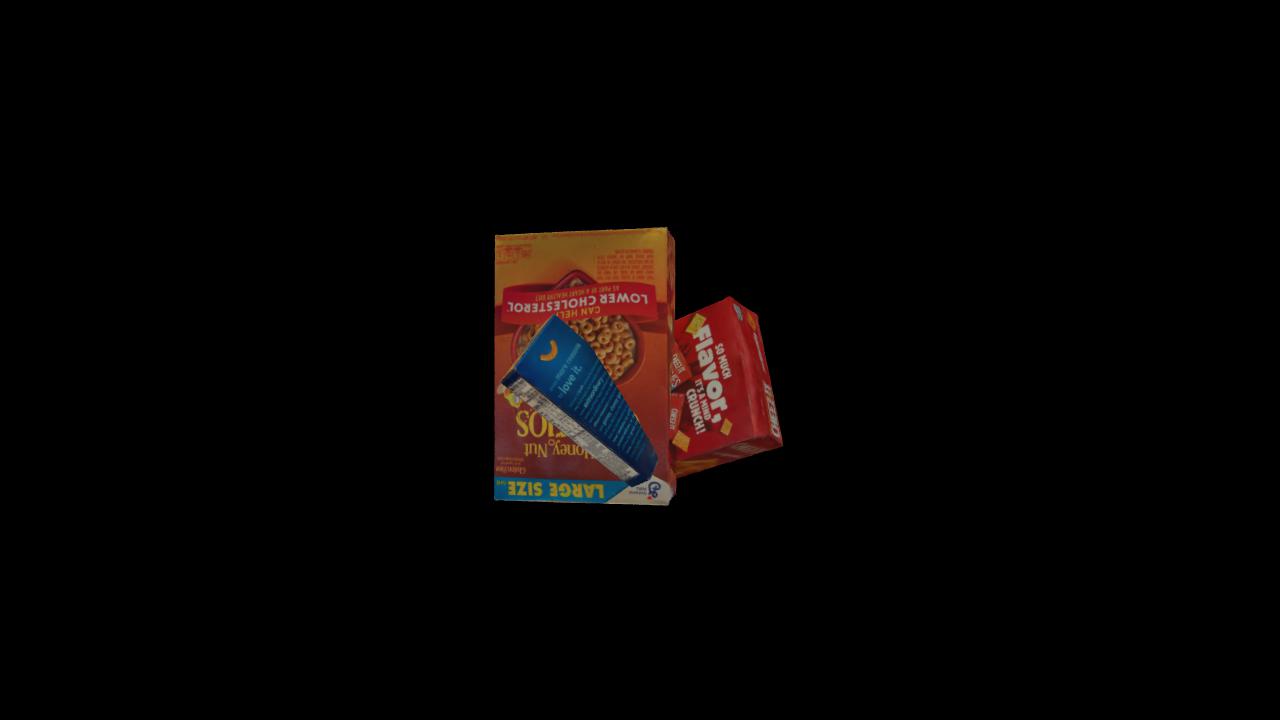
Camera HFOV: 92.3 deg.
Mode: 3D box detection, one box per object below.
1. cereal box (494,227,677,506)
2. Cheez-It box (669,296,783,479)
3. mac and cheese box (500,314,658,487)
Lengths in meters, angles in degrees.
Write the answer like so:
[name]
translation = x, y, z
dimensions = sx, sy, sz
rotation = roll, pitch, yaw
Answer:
[cereal box]
translation = -0.061, 0.009, 0.706
dimensions = 0.203, 0.306, 0.081
rotation = 0, -1, 11
[Cheez-It box]
translation = 0.041, 0.046, 0.714
dimensions = 0.223, 0.166, 0.071
rotation = -24, -30, 33
[mac and cheese box]
translation = -0.050, 0.045, 0.657
dimensions = 0.184, 0.093, 0.041
rotation = 42, -43, -14
